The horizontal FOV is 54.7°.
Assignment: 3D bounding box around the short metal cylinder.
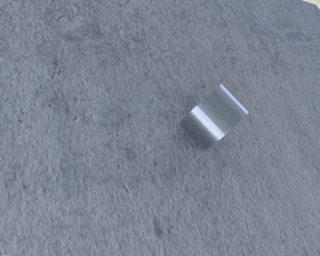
[{"bbox_3d":[0.072,-0.014,0.418,0.050,0.080,0.080,48,51,5],"label":"short metal cylinder"}]
